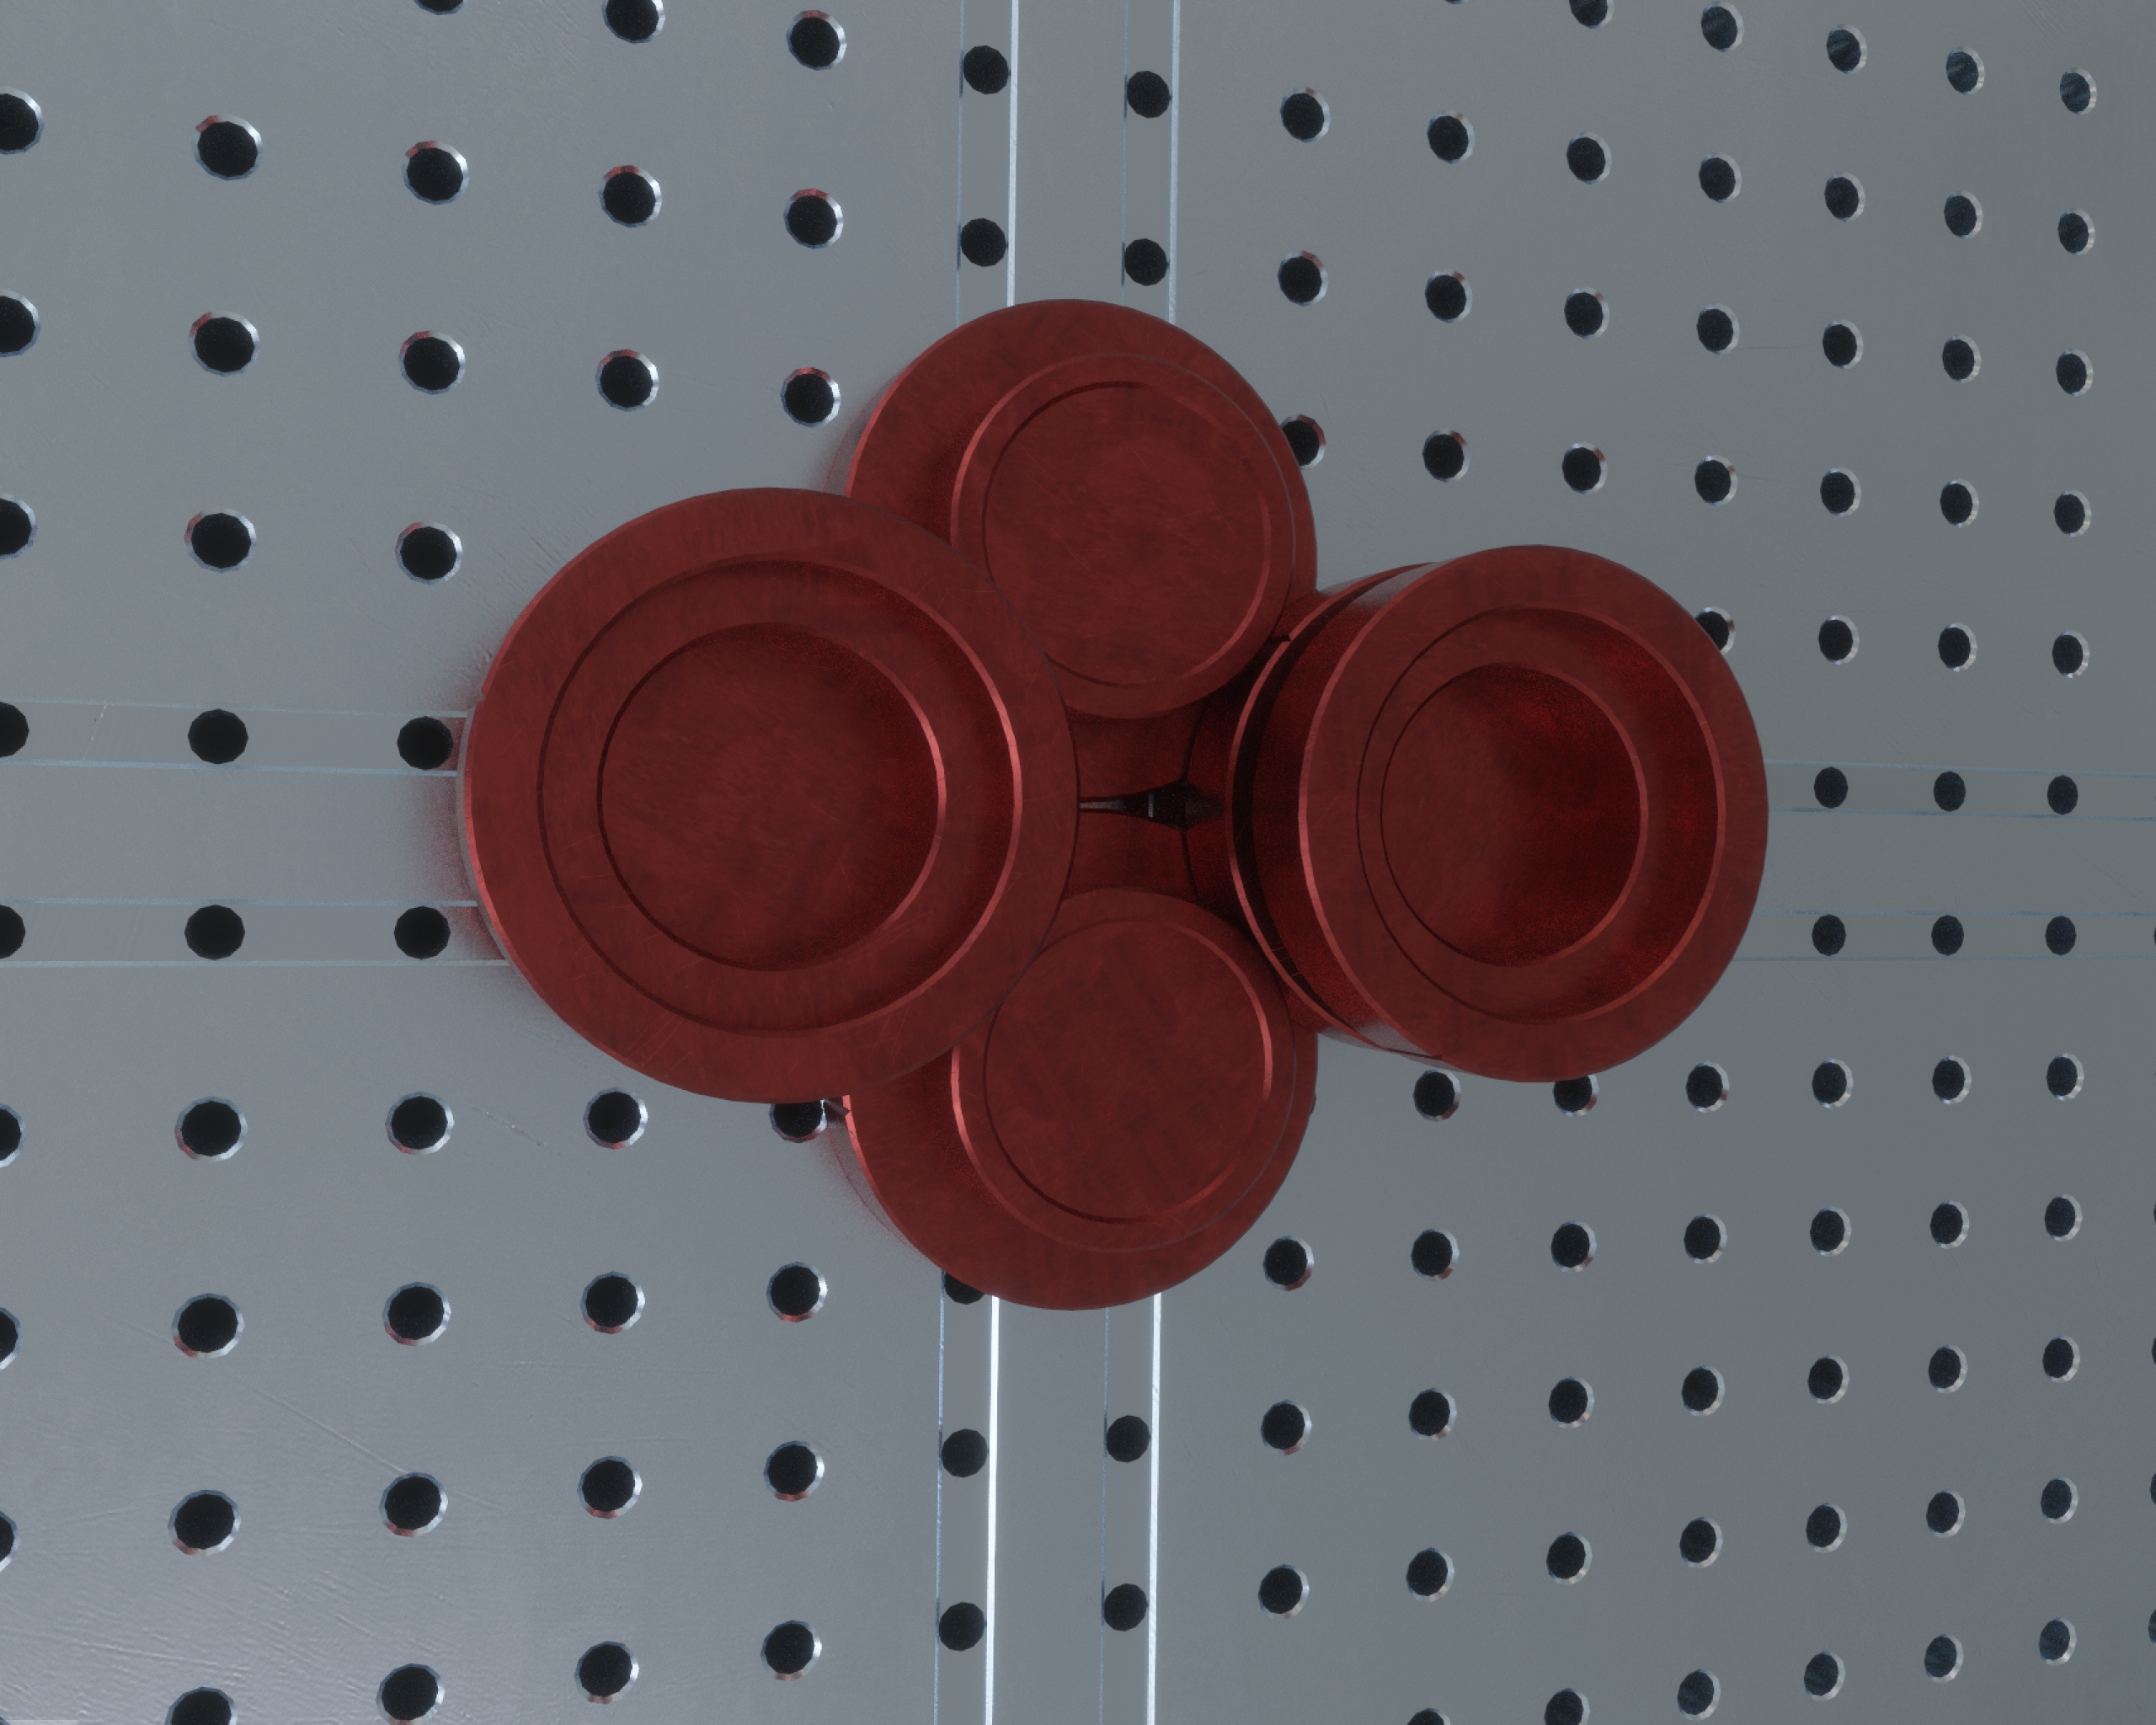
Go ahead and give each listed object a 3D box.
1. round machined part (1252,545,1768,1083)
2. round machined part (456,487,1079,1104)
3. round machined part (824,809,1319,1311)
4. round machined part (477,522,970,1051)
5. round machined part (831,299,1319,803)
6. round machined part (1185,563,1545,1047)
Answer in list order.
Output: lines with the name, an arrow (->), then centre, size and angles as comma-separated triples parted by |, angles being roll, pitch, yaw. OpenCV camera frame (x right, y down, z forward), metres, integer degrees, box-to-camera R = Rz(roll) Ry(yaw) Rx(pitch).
round machined part -> 0.078, -0.009, 0.397 | 0.099, 0.042, 0.097 | 0, 90, -20
round machined part -> -0.053, -0.011, 0.349 | 0.099, 0.042, 0.097 | 0, 90, -20
round machined part -> 0.003, 0.038, 0.404 | 0.099, 0.042, 0.097 | 0, 90, -20
round machined part -> -0.061, -0.011, 0.380 | 0.099, 0.042, 0.097 | 0, 90, -20
round machined part -> 0.003, -0.060, 0.404 | 0.099, 0.042, 0.097 | 0, 90, -20
round machined part -> 0.067, -0.010, 0.427 | 0.099, 0.042, 0.097 | 0, 90, -20
